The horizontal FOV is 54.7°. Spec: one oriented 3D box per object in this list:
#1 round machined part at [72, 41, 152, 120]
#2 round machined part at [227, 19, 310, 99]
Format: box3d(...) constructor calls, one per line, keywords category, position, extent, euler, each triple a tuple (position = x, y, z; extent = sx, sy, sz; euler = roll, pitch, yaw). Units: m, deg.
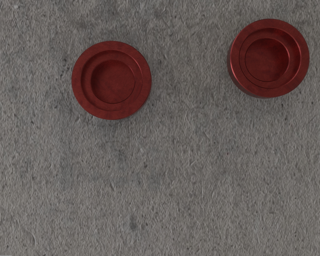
box3d(category="round machined part", position=(-0.059, -0.059, 0.401), extent=(0.099, 0.042, 0.097), euler=(0, 90, 0))
box3d(category="round machined part", position=(0.136, -0.086, 0.402), extent=(0.099, 0.042, 0.097), euler=(0, 90, 0))
